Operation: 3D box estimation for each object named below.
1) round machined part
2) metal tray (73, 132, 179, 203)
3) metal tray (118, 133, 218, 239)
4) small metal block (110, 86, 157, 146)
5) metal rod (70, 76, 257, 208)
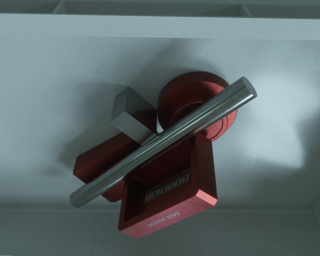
[{"bbox_3d":[0.046,-0.017,0.382,0.099,0.042,0.097,-1,130,0],"label":"round machined part"},{"bbox_3d":[-0.047,0.053,0.449,0.130,0.030,0.090,-28,125,21],"label":"metal tray"},{"bbox_3d":[0.006,0.069,0.374,0.030,0.090,0.130,34,128,-29],"label":"metal tray"},{"bbox_3d":[-0.030,-0.015,0.378,0.025,0.050,0.050,-37,121,27],"label":"small metal block"},{"bbox_3d":[-0.017,0.033,0.383,0.299,0.025,0.025,-35,123,30],"label":"metal rod"}]
